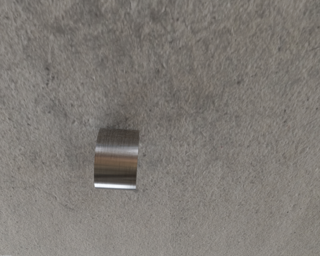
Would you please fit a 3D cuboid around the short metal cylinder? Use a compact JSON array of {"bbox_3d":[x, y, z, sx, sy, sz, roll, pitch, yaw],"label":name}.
[{"bbox_3d":[-0.054,0.041,0.405,0.050,0.080,0.079,4,130,-4],"label":"short metal cylinder"}]
